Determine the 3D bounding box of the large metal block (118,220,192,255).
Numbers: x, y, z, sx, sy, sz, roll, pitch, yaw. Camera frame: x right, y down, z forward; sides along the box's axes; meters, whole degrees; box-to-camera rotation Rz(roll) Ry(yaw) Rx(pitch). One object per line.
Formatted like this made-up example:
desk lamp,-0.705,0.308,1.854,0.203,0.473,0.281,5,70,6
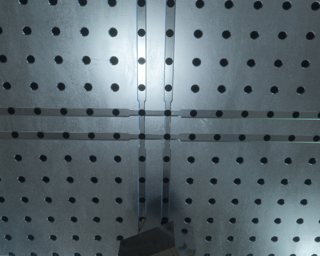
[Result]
large metal block,-0.001,0.184,0.415,0.080,0.050,0.080,-24,109,8

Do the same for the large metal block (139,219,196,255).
large metal block,0.003,0.193,0.471,0.081,0.050,0.079,11,110,-5
